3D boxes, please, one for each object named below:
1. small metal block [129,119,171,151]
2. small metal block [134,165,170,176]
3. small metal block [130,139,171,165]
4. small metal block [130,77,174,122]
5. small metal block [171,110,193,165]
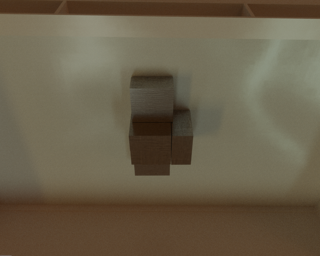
[{"bbox_3d":[-0.012,0.003,0.392,0.050,0.050,0.025,0,130,0],"label":"small metal block"},{"bbox_3d":[-0.011,0.042,0.442,0.050,0.025,0.050,0,130,0],"label":"small metal block"},{"bbox_3d":[-0.011,0.021,0.408,0.050,0.050,0.025,0,130,0],"label":"small metal block"},{"bbox_3d":[-0.009,-0.034,0.377,0.050,0.025,0.050,0,130,0],"label":"small metal block"},{"bbox_3d":[0.027,0.012,0.401,0.025,0.050,0.050,0,130,0],"label":"small metal block"}]
